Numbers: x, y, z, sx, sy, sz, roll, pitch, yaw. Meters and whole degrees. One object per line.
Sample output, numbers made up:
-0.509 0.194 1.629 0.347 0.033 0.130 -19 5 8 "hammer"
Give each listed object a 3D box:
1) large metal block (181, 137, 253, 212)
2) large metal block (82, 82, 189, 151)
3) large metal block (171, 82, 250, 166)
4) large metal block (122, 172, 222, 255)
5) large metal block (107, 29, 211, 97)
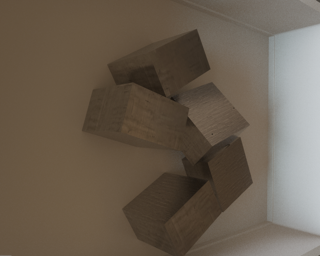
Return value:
0.088 0.066 0.467 0.081 0.050 0.080 -31 110 -36 "large metal block"
-0.028 -0.010 0.349 0.080 0.080 0.050 20 77 -39 "large metal block"
0.058 -0.008 0.416 0.081 0.050 0.080 -24 69 -38 "large metal block"
0.015 0.103 0.386 0.081 0.080 0.050 -36 113 -34 "large metal block"
-0.001 -0.073 0.371 0.081 0.080 0.050 -36 113 -35 "large metal block"
